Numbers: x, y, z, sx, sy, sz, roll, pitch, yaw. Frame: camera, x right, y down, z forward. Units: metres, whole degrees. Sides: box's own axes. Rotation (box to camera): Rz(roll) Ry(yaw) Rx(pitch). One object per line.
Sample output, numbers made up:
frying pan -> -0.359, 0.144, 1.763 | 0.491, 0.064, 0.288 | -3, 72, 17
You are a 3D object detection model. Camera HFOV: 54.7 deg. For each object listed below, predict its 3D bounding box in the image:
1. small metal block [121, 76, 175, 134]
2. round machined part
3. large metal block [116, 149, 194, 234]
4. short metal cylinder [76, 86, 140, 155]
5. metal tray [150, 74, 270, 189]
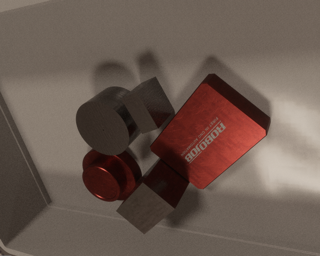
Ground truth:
small metal block -> -0.013, -0.029, 0.381 | 0.025, 0.050, 0.050 | -19, 109, 35
round machined part -> -0.081, 0.077, 0.486 | 0.098, 0.042, 0.097 | 13, 124, 20
large metal block -> -0.004, 0.086, 0.427 | 0.050, 0.080, 0.080 | 40, 129, 1
short metal cylinder -> -0.065, -0.010, 0.419 | 0.080, 0.050, 0.079 | 13, 124, 20
metal tray -> 0.056, 0.009, 0.381 | 0.090, 0.030, 0.129 | 39, 129, 1
